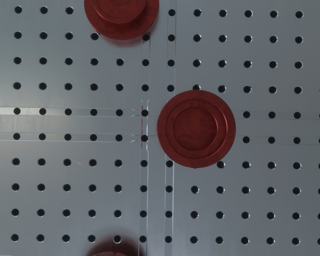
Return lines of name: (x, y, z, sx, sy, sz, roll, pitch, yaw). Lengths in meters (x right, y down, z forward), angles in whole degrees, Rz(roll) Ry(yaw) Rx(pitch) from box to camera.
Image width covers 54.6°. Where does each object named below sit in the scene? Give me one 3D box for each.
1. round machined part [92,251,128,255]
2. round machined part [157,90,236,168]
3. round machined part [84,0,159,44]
round machined part: (-0.066, 0.209, 0.405, 0.099, 0.042, 0.097, 0, 90, 0)
round machined part: (0.045, 0.001, 0.405, 0.099, 0.042, 0.097, 0, 90, 0)
round machined part: (-0.050, -0.164, 0.404, 0.099, 0.042, 0.097, 0, 90, 0)
